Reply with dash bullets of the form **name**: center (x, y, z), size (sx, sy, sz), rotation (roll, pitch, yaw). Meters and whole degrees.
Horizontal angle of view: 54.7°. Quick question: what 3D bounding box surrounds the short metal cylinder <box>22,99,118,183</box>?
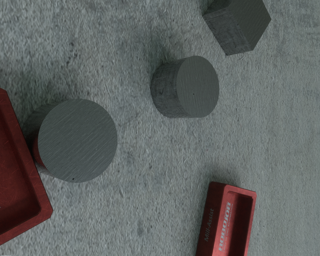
- **short metal cylinder**: center (-0.091, 0.012, 0.312), size (0.081, 0.050, 0.079), rotation (0, 90, -40)

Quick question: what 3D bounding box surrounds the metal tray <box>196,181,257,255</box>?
- **metal tray**: center (0.107, 0.157, 0.491), size (0.091, 0.030, 0.129), rotation (21, 77, -38)

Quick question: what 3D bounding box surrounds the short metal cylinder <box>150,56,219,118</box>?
- **short metal cylinder**: center (0.034, -0.053, 0.417), size (0.081, 0.050, 0.079), rotation (0, 90, -40)

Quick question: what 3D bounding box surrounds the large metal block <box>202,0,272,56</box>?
- **large metal block**: center (0.124, -0.175, 0.492), size (0.080, 0.050, 0.080), rotation (49, 61, -29)

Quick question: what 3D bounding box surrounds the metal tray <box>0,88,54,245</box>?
- **metal tray**: center (-0.160, 0.039, 0.267), size (0.091, 0.030, 0.129), rotation (-26, 106, -37)
